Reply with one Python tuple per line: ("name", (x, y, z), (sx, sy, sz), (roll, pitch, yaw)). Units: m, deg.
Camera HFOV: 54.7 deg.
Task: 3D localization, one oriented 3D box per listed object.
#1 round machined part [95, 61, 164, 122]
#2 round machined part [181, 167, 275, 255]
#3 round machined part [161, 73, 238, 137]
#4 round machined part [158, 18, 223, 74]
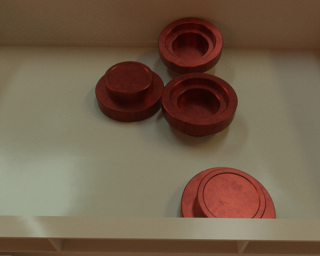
("round machined part", (-0.043, -0.058, 0.443), (0.099, 0.042, 0.098), (0, 50, 0))
("round machined part", (0.071, 0.082, 0.326), (0.099, 0.042, 0.098), (0, 50, 0))
("round machined part", (0.051, -0.027, 0.417), (0.099, 0.042, 0.098), (0, 50, 0))
("round machined part", (0.047, -0.123, 0.488), (0.099, 0.042, 0.098), (-1, 63, 3))
